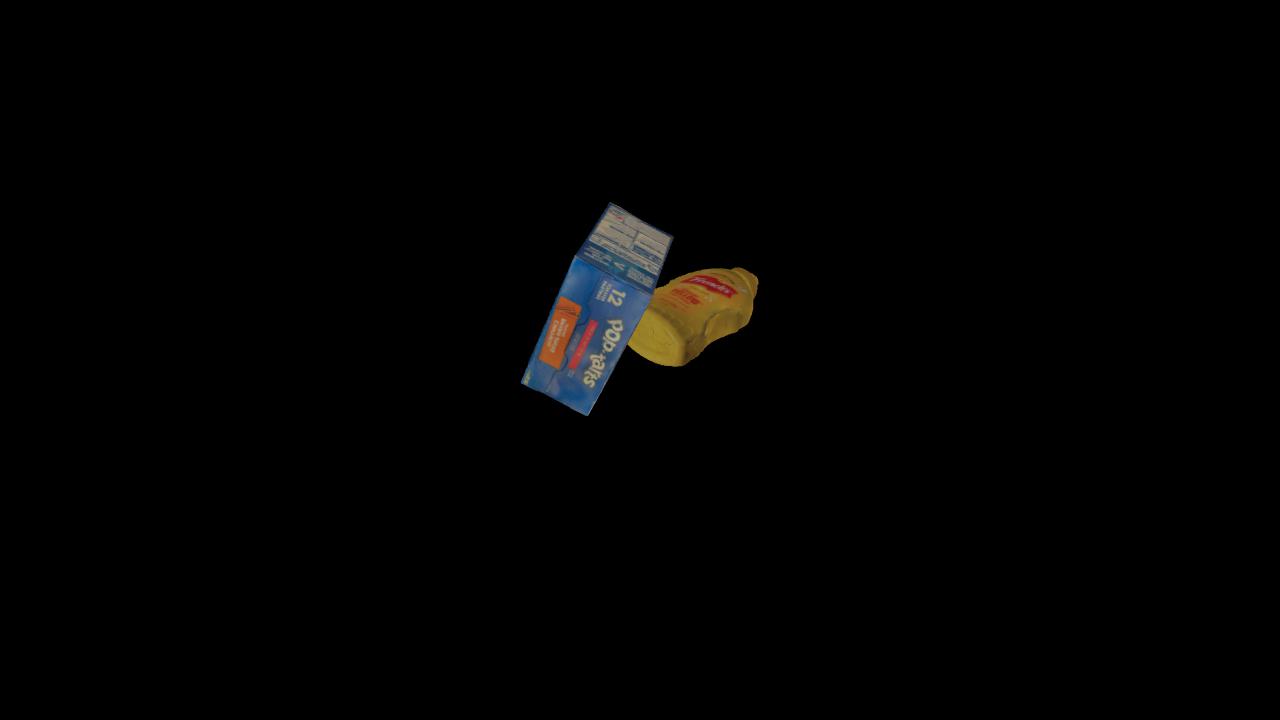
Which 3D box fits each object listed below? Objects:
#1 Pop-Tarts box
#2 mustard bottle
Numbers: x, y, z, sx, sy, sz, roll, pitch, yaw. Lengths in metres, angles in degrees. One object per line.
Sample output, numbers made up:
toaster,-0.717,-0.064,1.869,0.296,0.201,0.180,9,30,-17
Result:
Pop-Tarts box,-0.044,-0.055,0.647,0.083,0.167,0.141,25,36,-6
mustard bottle,0.065,-0.056,0.630,0.092,0.054,0.184,26,38,34
